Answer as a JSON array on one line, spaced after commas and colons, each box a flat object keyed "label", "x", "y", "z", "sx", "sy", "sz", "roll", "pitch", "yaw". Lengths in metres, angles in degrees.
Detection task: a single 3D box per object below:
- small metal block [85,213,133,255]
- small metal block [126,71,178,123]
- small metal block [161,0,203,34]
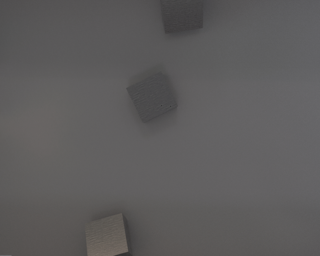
[{"label": "small metal block", "x": -0.066, "y": 0.144, "z": 0.398, "sx": 0.050, "sy": 0.025, "sz": 0.050, "roll": -16, "pitch": 54, "yaw": 0}, {"label": "small metal block", "x": -0.010, "y": -0.040, "z": 0.411, "sx": 0.050, "sy": 0.025, "sz": 0.050, "roll": -26, "pitch": 90, "yaw": 0}, {"label": "small metal block", "x": 0.028, "y": -0.153, "z": 0.396, "sx": 0.050, "sy": 0.050, "sz": 0.025, "roll": -9, "pitch": 52, "yaw": 0}]
